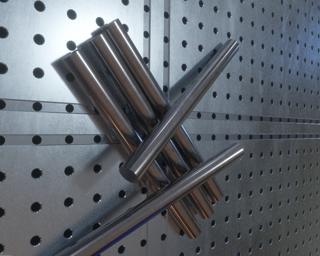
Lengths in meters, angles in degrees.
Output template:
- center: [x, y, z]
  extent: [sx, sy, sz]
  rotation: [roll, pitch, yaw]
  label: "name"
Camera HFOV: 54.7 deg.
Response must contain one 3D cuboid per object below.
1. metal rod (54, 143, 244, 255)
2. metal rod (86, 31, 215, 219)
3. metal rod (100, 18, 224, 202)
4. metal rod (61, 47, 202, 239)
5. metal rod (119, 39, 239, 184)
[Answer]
- center: [-0.006, 0.093, 0.379]
  extent: [0.302, 0.025, 0.025]
  rotation: [-27, 108, -28]
  label: "metal rod"
- center: [0.000, 0.013, 0.411]
  extent: [0.025, 0.025, 0.299]
  rotation: [-47, 118, -30]
  label: "metal rod"
- center: [0.015, -0.007, 0.423]
  extent: [0.025, 0.025, 0.299]
  rotation: [-48, 119, -29]
  label: "metal rod"
- center: [-0.022, 0.036, 0.392]
  extent: [0.025, 0.025, 0.299]
  rotation: [-47, 118, -30]
  label: "metal rod"
- center: [0.043, -0.042, 0.421]
  extent: [0.301, 0.025, 0.025]
  rotation: [-51, 121, -37]
  label: "metal rod"
